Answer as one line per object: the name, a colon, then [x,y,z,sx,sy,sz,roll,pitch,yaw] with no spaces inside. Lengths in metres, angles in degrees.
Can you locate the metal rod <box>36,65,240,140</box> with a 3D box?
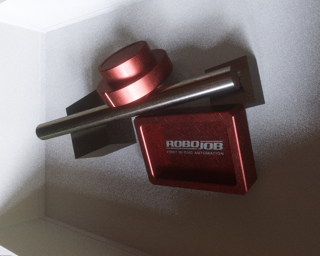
metal rod: [-0.050,-0.022,0.386,0.300,0.025,0.025,-13,82,31]

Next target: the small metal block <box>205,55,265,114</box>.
small metal block: [0.081,-0.045,0.337,0.050,0.025,0.050,-15,81,38]

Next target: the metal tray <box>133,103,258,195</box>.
metal tray: [0.036,0.023,0.352,0.130,0.030,0.089,-2,108,39]

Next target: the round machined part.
round machined part: [-0.037,-0.072,0.383,0.098,0.098,0.042,-6,127,39]

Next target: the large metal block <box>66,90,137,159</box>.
large metal block: [-0.088,-0.004,0.458,0.080,0.050,0.080,-23,76,37]
